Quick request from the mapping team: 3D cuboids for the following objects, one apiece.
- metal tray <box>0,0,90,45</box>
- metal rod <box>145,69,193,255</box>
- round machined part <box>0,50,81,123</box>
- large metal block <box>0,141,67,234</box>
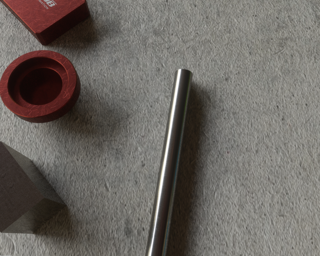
[{"bbox_3d":[-0.184,-0.198,0.476,0.090,0.030,0.130,-41,76,-14],"label":"metal tray"},{"bbox_3d":[0.010,0.062,0.385,0.025,0.025,0.299,9,70,3],"label":"metal rod"},{"bbox_3d":[-0.156,-0.052,0.416,0.099,0.042,0.098,0,70,-1],"label":"round machined part"},{"bbox_3d":[-0.161,0.071,0.351,0.050,0.080,0.080,-40,75,-13],"label":"large metal block"}]
